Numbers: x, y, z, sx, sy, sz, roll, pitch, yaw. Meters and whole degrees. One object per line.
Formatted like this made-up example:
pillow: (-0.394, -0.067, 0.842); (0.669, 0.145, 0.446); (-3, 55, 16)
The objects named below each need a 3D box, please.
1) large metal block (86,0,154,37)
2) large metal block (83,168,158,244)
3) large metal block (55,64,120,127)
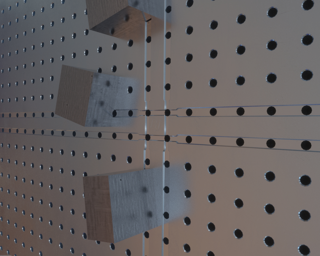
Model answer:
large metal block: (-0.060, -0.187, 0.440); (0.080, 0.050, 0.080); (-14, 81, 39)
large metal block: (-0.051, 0.099, 0.414); (0.050, 0.081, 0.080); (-10, 84, 39)
large metal block: (-0.115, -0.051, 0.485); (0.080, 0.050, 0.079); (19, 102, 38)
